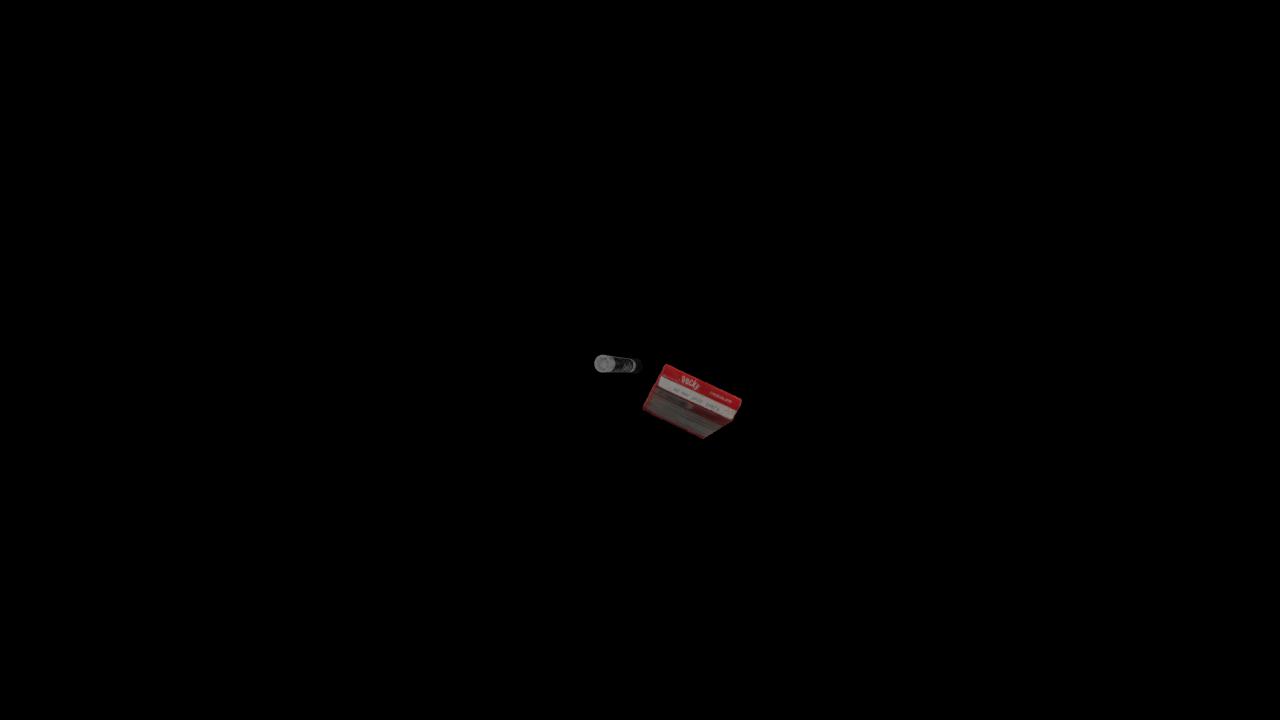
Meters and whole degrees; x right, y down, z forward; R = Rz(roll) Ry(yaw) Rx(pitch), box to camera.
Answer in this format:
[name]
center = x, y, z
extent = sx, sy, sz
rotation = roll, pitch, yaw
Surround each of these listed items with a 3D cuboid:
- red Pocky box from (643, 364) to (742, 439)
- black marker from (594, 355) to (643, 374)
[red Pocky box]
center = 0.049, 0.048, 0.653
extent = 0.083, 0.028, 0.155
rotation = 25, -14, 1
[black marker]
center = -0.021, 0.005, 0.693
extent = 0.020, 0.020, 0.121
rotation = 0, -2, 17
